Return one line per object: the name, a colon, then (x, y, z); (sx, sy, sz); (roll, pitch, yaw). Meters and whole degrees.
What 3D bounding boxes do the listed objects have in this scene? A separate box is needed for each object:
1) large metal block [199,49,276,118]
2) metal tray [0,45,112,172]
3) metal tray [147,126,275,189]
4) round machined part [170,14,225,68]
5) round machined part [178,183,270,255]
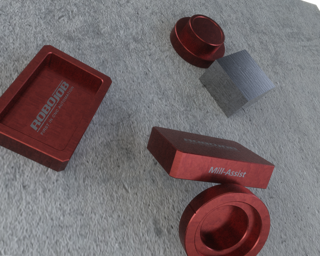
large metal block: (0.125, -0.073, 0.502); (0.081, 0.050, 0.080); (-26, 76, -37)
metal tray: (-0.121, -0.027, 0.352); (0.090, 0.030, 0.130); (28, 52, -11)
metal tray: (0.059, 0.035, 0.378); (0.131, 0.030, 0.090); (11, 13, -23)
round machined part: (0.070, -0.153, 0.527); (0.099, 0.042, 0.098); (14, 56, -21)
round machined part: (0.067, 0.106, 0.344); (0.099, 0.042, 0.097); (-4, 106, -14)
